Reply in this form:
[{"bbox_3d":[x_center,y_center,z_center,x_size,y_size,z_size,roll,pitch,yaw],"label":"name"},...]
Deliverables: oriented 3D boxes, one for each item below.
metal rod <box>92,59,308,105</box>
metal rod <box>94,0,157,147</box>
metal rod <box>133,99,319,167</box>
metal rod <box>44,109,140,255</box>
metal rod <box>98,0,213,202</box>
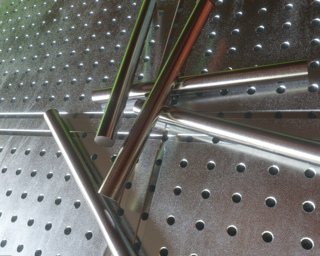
[{"bbox_3d":[0.036,-0.059,0.424,0.301,0.025,0.025,-4,60,25],"label":"metal rod"},{"bbox_3d":[-0.043,-0.103,0.466,0.025,0.025,0.300,-7,51,24],"label":"metal rod"},{"bbox_3d":[0.090,0.006,0.356,0.300,0.025,0.025,16,70,34],"label":"metal rod"},{"bbox_3d":[-0.102,0.066,0.419,0.025,0.025,0.300,-41,51,0],"label":"metal rod"},{"bbox_3d":[0.002,-0.049,0.402,0.025,0.025,0.300,14,68,33],"label":"metal rod"}]
